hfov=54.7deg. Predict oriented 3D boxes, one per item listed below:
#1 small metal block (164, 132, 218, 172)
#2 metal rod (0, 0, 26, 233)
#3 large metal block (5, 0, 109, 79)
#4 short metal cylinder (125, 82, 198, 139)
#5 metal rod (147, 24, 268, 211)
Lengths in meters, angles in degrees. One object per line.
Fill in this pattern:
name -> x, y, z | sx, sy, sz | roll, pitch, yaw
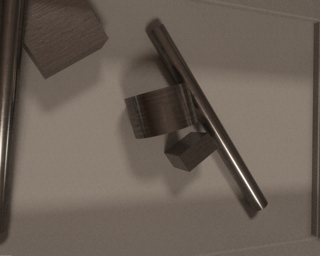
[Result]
small metal block -> 0.040, 0.030, 0.413 | 0.050, 0.050, 0.025 | -37, 102, -16
metal rod -> -0.158, -0.032, 0.316 | 0.025, 0.025, 0.298 | 6, 102, -20
large metal block -> -0.119, -0.113, 0.354 | 0.080, 0.050, 0.080 | -35, 102, -17
short metal cylinder -> 0.002, -0.022, 0.383 | 0.081, 0.080, 0.050 | -17, 96, -20
metal rod -> 0.072, -0.007, 0.438 | 0.025, 0.025, 0.299 | -36, 102, -17
